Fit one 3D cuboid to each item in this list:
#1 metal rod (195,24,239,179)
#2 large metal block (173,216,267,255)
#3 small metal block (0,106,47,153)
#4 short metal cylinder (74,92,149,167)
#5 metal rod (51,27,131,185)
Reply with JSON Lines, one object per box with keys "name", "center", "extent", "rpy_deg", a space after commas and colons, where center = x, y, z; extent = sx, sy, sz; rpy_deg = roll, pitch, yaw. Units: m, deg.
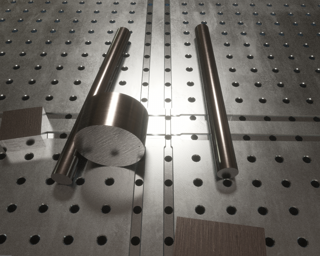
{"name": "metal rod", "center": [0.077, -0.061, 0.460], "extent": [0.025, 0.025, 0.300], "rpy_deg": [0, 50, -1]}
{"name": "large metal block", "center": [0.050, 0.133, 0.280], "extent": [0.080, 0.050, 0.080], "rpy_deg": [6, 50, 5]}
{"name": "small metal block", "center": [-0.177, 0.001, 0.404], "extent": [0.050, 0.025, 0.050], "rpy_deg": [-8, 51, -7]}
{"name": "short metal cylinder", "center": [-0.056, 0.003, 0.369], "extent": [0.080, 0.080, 0.050], "rpy_deg": [3, 50, 2]}
{"name": "metal rod", "center": [-0.089, -0.054, 0.451], "extent": [0.025, 0.025, 0.300], "rpy_deg": [8, 50, 6]}
